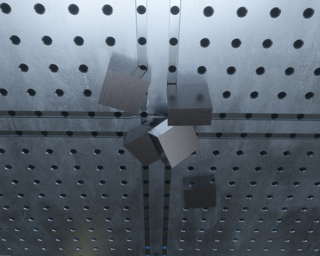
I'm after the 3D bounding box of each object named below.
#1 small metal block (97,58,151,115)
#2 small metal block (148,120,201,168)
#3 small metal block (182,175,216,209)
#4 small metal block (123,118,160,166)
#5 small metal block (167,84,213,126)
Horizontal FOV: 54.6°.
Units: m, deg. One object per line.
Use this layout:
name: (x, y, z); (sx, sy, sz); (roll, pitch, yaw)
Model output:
small metal block: (-0.042, -0.049, 0.370); (0.050, 0.025, 0.050); (15, 129, -13)
small metal block: (0.019, 0.015, 0.403); (0.050, 0.025, 0.050); (-35, 119, -19)
small metal block: (0.063, 0.104, 0.500); (0.050, 0.025, 0.050); (-5, 130, 4)
small metal block: (-0.015, 0.020, 0.429); (0.050, 0.025, 0.050); (-28, 125, 21)
small metal block: (0.034, -0.028, 0.371); (0.050, 0.050, 0.025); (-1, 130, 1)
